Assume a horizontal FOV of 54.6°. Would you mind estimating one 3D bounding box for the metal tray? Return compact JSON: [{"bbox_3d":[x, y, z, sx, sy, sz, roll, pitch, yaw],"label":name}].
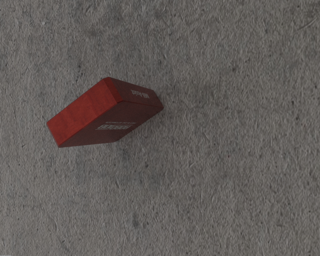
[{"bbox_3d":[-0.058,-0.015,0.374,0.090,0.130,0.030,-34,79,17],"label":"metal tray"}]
